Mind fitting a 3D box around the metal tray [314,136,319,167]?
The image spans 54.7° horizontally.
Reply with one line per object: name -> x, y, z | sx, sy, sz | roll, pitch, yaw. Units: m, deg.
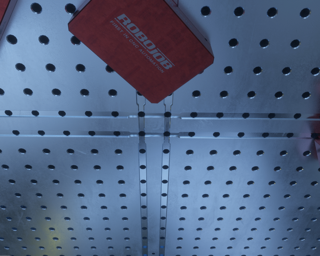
metal tray -> 0.280, 0.066, 0.435 | 0.090, 0.030, 0.129 | -15, 104, 11

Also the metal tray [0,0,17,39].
metal tray -> -0.207, -0.113, 0.308 | 0.090, 0.030, 0.129 | 29, 124, -23

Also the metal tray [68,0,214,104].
metal tray -> -0.017, -0.095, 0.328 | 0.090, 0.030, 0.130 | -35, 123, 25
